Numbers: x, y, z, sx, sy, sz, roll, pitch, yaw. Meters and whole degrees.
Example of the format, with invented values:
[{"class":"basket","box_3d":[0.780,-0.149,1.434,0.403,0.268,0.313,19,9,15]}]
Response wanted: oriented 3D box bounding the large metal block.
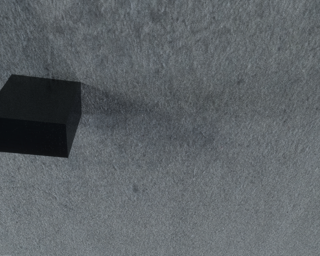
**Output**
[{"class":"large metal block","box_3d":[-0.139,-0.015,0.356,0.081,0.080,0.050,6,130,-6]}]
